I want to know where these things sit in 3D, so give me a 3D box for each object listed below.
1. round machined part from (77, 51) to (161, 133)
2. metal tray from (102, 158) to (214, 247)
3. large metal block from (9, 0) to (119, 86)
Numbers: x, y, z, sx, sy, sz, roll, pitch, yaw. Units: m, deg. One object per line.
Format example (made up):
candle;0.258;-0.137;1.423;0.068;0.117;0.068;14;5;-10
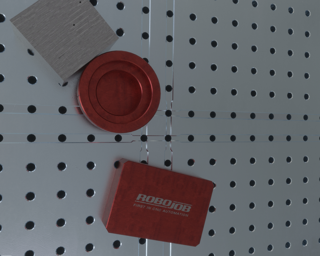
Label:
round machined part;-0.052;-0.043;0.384;0.099;0.042;0.097;0;90;-20
metal tray;0.000;0.099;0.410;0.131;0.030;0.090;17;84;-19
large metal block;-0.109;-0.107;0.359;0.080;0.050;0.080;-43;104;-15
